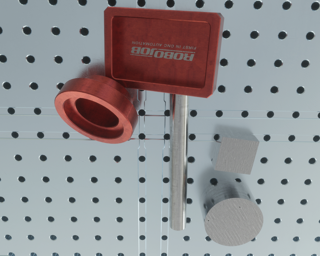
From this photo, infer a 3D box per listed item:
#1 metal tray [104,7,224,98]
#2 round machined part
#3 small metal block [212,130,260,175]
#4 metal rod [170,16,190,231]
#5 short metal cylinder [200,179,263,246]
[{"bbox_3d":[0.002,-0.089,0.356,0.131,0.030,0.089,9,112,15],"label":"metal tray"},{"bbox_3d":[-0.072,-0.026,0.377,0.098,0.042,0.098,14,146,10],"label":"round machined part"},{"bbox_3d":[0.103,0.034,0.427,0.050,0.025,0.050,8,110,-4],"label":"small metal block"},{"bbox_3d":[0.026,0.007,0.416,0.025,0.025,0.298,-1,110,0],"label":"metal rod"},{"bbox_3d":[0.101,0.121,0.446,0.081,0.050,0.079,0,110,-1],"label":"short metal cylinder"}]
